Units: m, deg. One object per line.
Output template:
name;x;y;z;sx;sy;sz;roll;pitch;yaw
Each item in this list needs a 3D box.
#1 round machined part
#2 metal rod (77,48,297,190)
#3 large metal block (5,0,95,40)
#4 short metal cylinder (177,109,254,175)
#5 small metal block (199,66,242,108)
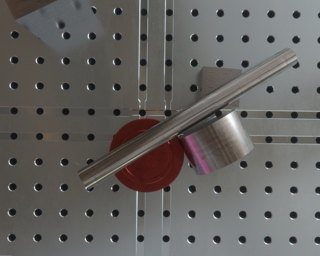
round machined part;-0.018;0.036;0.405;0.099;0.042;0.097;0;90;-1
metal rod;0.040;-0.016;0.378;0.301;0.025;0.025;-31;90;-8
large metal block;-0.136;-0.160;0.384;0.080;0.080;0.050;-26;90;0
short metal cylinder;0.069;0.017;0.387;0.080;0.080;0.050;-28;90;0
small metal block;0.080;-0.053;0.414;0.050;0.025;0.050;5;90;-1
